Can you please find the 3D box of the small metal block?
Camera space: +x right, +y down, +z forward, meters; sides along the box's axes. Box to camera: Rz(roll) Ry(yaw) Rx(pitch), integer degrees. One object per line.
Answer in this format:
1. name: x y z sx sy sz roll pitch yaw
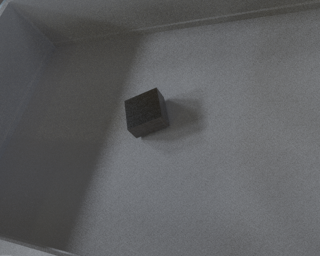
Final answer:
1. small metal block: -0.018 -0.020 0.422 0.050 0.025 0.050 -21 54 15
